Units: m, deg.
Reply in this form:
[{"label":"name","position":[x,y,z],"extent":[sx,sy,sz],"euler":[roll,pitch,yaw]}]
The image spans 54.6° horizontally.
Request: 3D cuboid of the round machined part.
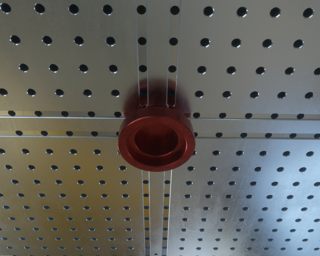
[{"label":"round machined part","position":[-0.005,0.010,0.408],"extent":[0.099,0.042,0.097],"euler":[0,130,0]}]
